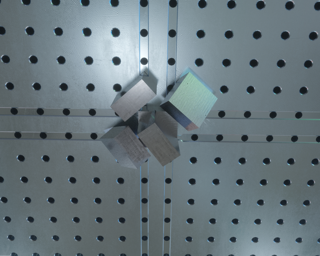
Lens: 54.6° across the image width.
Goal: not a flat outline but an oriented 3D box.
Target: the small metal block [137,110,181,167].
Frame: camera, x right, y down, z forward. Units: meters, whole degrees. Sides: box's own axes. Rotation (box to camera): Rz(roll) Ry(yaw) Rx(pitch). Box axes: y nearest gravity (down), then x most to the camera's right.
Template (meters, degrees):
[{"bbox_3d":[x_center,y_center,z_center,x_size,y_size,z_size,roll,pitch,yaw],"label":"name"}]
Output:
[{"bbox_3d":[-0.001,0.011,0.377,0.025,0.050,0.050,-35,107,11],"label":"small metal block"}]

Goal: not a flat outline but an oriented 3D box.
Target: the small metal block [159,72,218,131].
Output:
[{"bbox_3d":[0.036,-0.032,0.387,0.050,0.025,0.050,41,65,-13],"label":"small metal block"}]

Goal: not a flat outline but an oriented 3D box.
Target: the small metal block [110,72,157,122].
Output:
[{"bbox_3d":[-0.031,-0.040,0.385,0.050,0.050,0.025,-39,106,13],"label":"small metal block"}]

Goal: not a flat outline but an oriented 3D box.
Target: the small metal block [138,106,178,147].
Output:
[{"bbox_3d":[-0.003,-0.002,0.412,0.050,0.025,0.050,0,110,-2],"label":"small metal block"}]

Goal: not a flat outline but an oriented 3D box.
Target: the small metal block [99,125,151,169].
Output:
[{"bbox_3d":[-0.046,0.025,0.406,0.025,0.050,0.050,-43,109,-25],"label":"small metal block"}]
